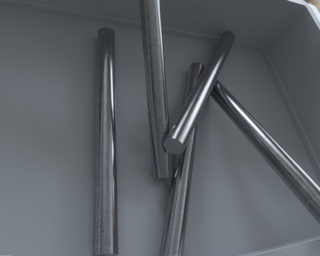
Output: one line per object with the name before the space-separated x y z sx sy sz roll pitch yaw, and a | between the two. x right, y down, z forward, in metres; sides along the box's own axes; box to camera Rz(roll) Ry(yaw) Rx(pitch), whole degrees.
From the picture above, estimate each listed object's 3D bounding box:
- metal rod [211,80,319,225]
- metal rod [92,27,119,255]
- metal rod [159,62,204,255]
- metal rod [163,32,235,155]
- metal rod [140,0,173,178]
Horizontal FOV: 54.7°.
metal rod | 0.128 0.016 0.387 0.025 0.025 0.300 5 34 -26
metal rod | -0.065 -0.006 0.374 0.025 0.025 0.299 9 58 -24
metal rod | 0.035 0.023 0.411 0.025 0.025 0.300 23 53 -15
metal rod | 0.070 -0.071 0.456 0.025 0.025 0.301 36 45 -5
metal rod | -0.008 -0.090 0.378 0.025 0.025 0.298 -4 89 -30
